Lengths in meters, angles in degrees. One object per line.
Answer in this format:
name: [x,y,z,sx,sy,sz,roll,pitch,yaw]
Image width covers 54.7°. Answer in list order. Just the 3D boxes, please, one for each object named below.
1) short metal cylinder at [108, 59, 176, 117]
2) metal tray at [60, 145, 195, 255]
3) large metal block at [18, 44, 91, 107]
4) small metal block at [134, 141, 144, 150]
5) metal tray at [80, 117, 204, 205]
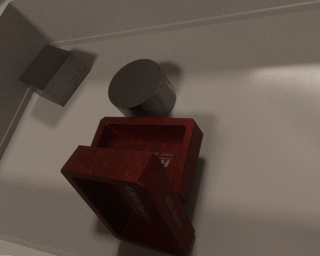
short metal cylinder: [-0.024,-0.049,0.431,0.080,0.050,0.080,-13,56,20]
metal tray: [-0.026,0.074,0.303,0.090,0.130,0.030,4,46,29]
large metal block: [-0.184,-0.092,0.540,0.080,0.050,0.080,23,74,36]
small metal block: [-0.032,0.050,0.390,0.050,0.025,0.050,-42,51,-1]
metal tray: [-0.023,0.033,0.360,0.130,0.030,0.090,2,62,28]
